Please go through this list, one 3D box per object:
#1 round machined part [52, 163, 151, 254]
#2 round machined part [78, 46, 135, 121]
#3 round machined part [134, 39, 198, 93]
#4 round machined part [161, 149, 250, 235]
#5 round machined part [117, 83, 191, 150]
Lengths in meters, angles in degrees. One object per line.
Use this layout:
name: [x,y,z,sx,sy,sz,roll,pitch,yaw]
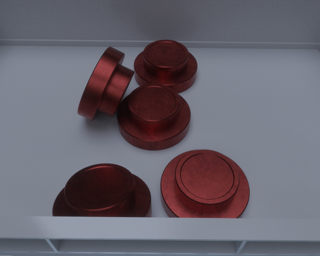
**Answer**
round machined part: [-0.058,0.072,0.314,0.099,0.042,0.098,-1,31,1]
round machined part: [-0.066,-0.053,0.406,0.042,0.097,0.098,26,51,-7]
round machined part: [0.009,-0.100,0.478,0.099,0.042,0.098,0,50,0]
round machined part: [0.050,0.063,0.342,0.099,0.042,0.098,0,50,0]
round machined part: [-0.008,-0.022,0.412,0.099,0.042,0.098,1,50,0]
